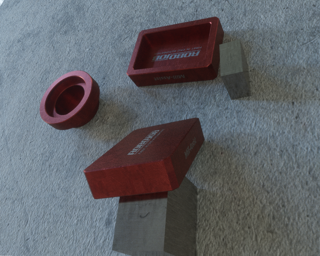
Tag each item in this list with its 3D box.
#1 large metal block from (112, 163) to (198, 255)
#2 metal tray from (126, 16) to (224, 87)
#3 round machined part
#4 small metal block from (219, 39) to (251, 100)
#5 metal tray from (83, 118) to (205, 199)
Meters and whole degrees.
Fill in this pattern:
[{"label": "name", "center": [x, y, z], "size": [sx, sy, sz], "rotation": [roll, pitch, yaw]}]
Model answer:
[{"label": "large metal block", "center": [0.000, 0.088, 0.314], "size": [0.050, 0.080, 0.080], "rotation": [-9, 58, 24]}, {"label": "metal tray", "center": [0.022, -0.110, 0.456], "size": [0.130, 0.030, 0.090], "rotation": [-1, 61, 27]}, {"label": "round machined part", "center": [-0.136, -0.039, 0.488], "size": [0.098, 0.042, 0.098], "rotation": [-13, 56, 21]}, {"label": "small metal block", "center": [0.093, -0.071, 0.383], "size": [0.025, 0.050, 0.050], "rotation": [-10, 58, 23]}, {"label": "metal tray", "center": [-0.009, 0.028, 0.337], "size": [0.090, 0.030, 0.131], "rotation": [-11, 14, 22]}]
